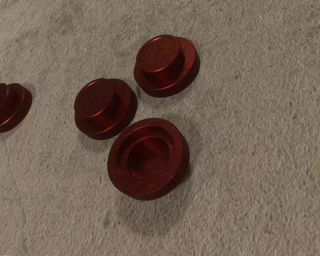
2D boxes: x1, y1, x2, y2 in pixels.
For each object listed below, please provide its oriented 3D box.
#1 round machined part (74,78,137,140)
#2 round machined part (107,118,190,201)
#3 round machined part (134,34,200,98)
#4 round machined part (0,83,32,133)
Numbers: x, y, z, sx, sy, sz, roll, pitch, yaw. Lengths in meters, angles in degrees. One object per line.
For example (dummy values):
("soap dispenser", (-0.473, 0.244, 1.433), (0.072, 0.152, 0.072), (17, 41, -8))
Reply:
("round machined part", (-0.087, -0.034, 0.458), (0.098, 0.042, 0.098), (-13, 56, 20))
("round machined part", (-0.010, 0.040, 0.373), (0.098, 0.042, 0.098), (-13, 56, 20))
("round machined part", (0.005, -0.096, 0.448), (0.098, 0.042, 0.098), (-13, 56, 20))
("round machined part", (-0.289, -0.043, 0.568), (0.098, 0.042, 0.098), (-13, 56, 20))
